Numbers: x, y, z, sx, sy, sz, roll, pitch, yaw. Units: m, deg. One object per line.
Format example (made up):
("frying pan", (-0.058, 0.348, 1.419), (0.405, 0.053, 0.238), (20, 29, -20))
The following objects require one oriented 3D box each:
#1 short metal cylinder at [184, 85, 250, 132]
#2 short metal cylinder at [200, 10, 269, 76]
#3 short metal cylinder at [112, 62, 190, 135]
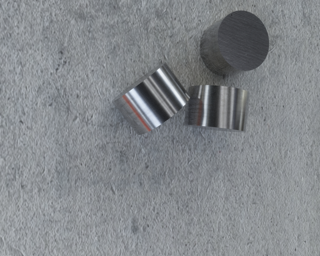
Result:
("short metal cylinder", (0.074, -0.024, 0.407), (0.081, 0.080, 0.050), (7, 88, -20))
("short metal cylinder", (0.103, -0.116, 0.433), (0.081, 0.050, 0.080), (0, 90, -20))
("short metal cylinder", (-0.011, -0.036, 0.376), (0.080, 0.080, 0.050), (-40, 103, -15))
